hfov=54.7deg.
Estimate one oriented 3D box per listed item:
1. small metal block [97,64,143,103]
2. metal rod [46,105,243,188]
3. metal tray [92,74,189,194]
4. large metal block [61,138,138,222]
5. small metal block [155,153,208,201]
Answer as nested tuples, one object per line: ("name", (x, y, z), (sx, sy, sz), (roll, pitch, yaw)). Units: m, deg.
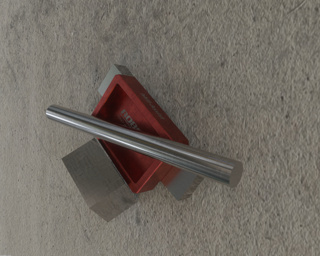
("small metal block", (-0.058, -0.057, 0.452), (0.050, 0.025, 0.050), (52, 120, 27))
("metal rod", (-0.045, 0.009, 0.370), (0.300, 0.025, 0.025), (16, 100, 38))
("metal tray", (-0.033, 0.005, 0.395), (0.130, 0.030, 0.090), (51, 120, 27))
("large metal block", (-0.080, 0.073, 0.423), (0.050, 0.080, 0.080), (-34, 62, -10))
("small metal block", (0.026, 0.053, 0.383), (0.050, 0.025, 0.050), (46, 117, 30))
